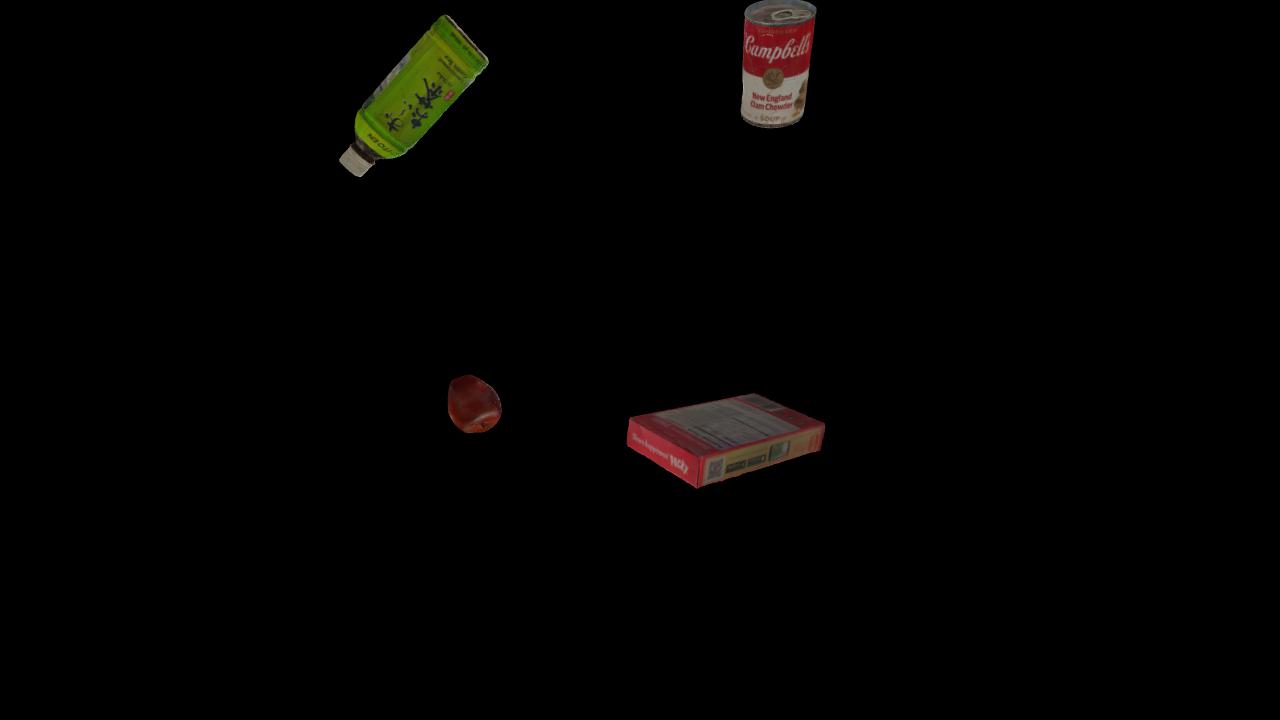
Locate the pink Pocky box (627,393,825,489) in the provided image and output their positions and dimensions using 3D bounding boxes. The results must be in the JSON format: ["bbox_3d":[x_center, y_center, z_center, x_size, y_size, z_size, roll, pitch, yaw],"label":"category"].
[{"bbox_3d":[0.074,0.062,0.511,0.155,0.029,0.084,-7,20,-40],"label":"pink Pocky box"}]

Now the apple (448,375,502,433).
[{"bbox_3d":[-0.253,0.067,0.936,0.079,0.093,0.079,-27,-26,-14],"label":"apple"}]

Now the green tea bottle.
[{"bbox_3d":[-0.274,-0.303,0.726,0.212,0.073,0.073,-41,-9,10],"label":"green tea bottle"}]

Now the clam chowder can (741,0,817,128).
[{"bbox_3d":[0.136,-0.296,0.617,0.068,0.068,0.102,0,-42,6],"label":"clam chowder can"}]
